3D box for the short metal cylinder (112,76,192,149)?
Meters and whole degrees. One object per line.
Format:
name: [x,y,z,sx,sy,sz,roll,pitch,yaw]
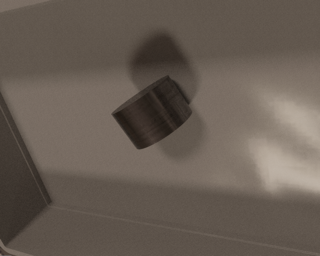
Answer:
short metal cylinder: [-0.009,-0.019,0.365,0.080,0.080,0.050,-26,104,37]
